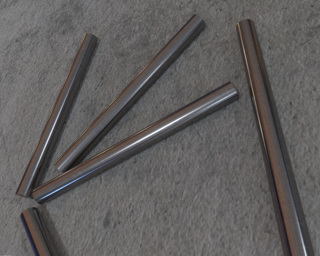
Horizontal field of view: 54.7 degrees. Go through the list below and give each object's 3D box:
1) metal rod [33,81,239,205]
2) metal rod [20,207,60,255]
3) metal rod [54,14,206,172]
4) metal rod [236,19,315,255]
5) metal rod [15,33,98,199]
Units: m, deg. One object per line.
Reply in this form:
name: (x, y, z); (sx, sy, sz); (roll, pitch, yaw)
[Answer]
metal rod: (-0.038, 0.024, 0.407); (0.301, 0.025, 0.025); (-29, 52, 9)
metal rod: (-0.093, 0.199, 0.329); (0.025, 0.025, 0.300); (-44, 51, -2)
metal rod: (-0.040, -0.052, 0.455); (0.300, 0.025, 0.025); (-48, 52, -6)
metal rod: (0.120, -0.013, 0.348); (0.025, 0.025, 0.299); (-14, 56, 20)
metal rod: (-0.161, -0.034, 0.506); (0.025, 0.025, 0.300); (0, 62, 28)
